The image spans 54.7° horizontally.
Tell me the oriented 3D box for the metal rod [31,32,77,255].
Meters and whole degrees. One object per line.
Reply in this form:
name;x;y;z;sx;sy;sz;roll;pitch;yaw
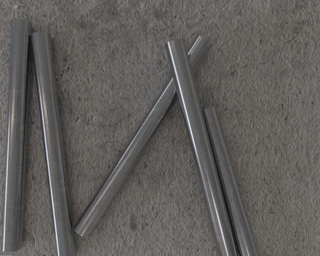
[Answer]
metal rod;-0.140;0.025;0.408;0.025;0.025;0.298;-7;90;0

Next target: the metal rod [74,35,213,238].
metal rod;-0.022;0.011;0.409;0.025;0.025;0.299;33;90;0

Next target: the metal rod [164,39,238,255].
metal rod;0.056;0.038;0.395;0.025;0.025;0.298;-15;96;0

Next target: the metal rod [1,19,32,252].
metal rod;-0.189;0.009;0.408;0.025;0.025;0.298;3;90;0

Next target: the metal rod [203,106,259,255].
metal rod;0.103;0.118;0.410;0.025;0.025;0.298;-16;90;0
